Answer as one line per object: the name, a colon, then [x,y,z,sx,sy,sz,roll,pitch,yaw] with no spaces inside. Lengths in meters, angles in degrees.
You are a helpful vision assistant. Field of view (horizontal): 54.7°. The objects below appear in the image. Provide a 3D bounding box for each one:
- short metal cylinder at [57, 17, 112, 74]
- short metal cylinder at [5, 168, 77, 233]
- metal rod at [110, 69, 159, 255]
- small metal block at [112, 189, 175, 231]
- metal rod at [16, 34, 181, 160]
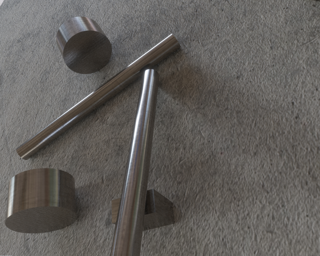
short metal cylinder: [-0.127,-0.138,0.520,0.080,0.080,0.050,-36,51,4]
short metal cylinder: [-0.148,0.093,0.389,0.080,0.080,0.050,-25,53,13]
metal rod: [-0.022,0.026,0.351,0.025,0.025,0.300,-16,40,19]
small metal block: [-0.018,0.093,0.341,0.050,0.050,0.025,-19,55,17]
metal rod: [-0.097,-0.046,0.483,0.300,0.025,0.025,-36,51,4]
